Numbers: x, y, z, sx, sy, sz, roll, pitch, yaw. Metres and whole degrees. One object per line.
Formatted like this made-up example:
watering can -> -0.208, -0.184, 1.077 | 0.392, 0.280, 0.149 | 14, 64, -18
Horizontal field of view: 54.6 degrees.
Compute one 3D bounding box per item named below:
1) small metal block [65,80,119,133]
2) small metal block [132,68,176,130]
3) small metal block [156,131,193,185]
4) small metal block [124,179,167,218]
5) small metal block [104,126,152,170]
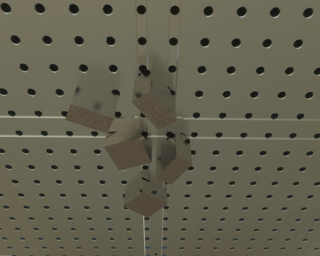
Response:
small metal block -> -0.080, -0.026, 0.372 | 0.050, 0.050, 0.025 | 19, 128, -16
small metal block -> -0.006, -0.034, 0.366 | 0.025, 0.050, 0.050 | -29, 125, 22
small metal block -> 0.018, 0.042, 0.431 | 0.025, 0.050, 0.050 | 26, 125, -20
small metal block -> -0.024, 0.117, 0.511 | 0.050, 0.025, 0.050 | 32, 123, -25
small metal block -> -0.043, 0.029, 0.436 | 0.050, 0.025, 0.050 | -15, 129, 12
